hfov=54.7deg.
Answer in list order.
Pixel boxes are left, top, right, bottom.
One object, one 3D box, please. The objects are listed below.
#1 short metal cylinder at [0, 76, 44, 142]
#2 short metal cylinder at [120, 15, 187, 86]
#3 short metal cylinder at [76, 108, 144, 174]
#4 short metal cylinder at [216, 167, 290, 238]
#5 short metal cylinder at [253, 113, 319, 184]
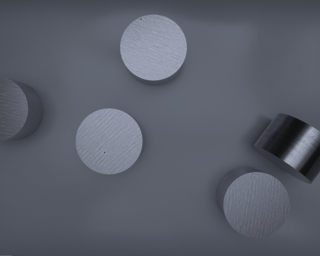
[{"bbox_3d":[-0.199,-0.023,0.397,0.081,0.050,0.080,0,90,0],"label":"short metal cylinder"},{"bbox_3d":[-0.008,-0.097,0.399,0.081,0.050,0.080,0,90,0],"label":"short metal cylinder"},{"bbox_3d":[-0.061,0.016,0.398,0.081,0.050,0.080,0,90,0],"label":"short metal cylinder"},{"bbox_3d":[0.117,0.093,0.400,0.081,0.050,0.080,0,90,0],"label":"short metal cylinder"},{"bbox_3d":[0.165,0.025,0.385,0.080,0.080,0.050,36,90,0],"label":"short metal cylinder"}]
